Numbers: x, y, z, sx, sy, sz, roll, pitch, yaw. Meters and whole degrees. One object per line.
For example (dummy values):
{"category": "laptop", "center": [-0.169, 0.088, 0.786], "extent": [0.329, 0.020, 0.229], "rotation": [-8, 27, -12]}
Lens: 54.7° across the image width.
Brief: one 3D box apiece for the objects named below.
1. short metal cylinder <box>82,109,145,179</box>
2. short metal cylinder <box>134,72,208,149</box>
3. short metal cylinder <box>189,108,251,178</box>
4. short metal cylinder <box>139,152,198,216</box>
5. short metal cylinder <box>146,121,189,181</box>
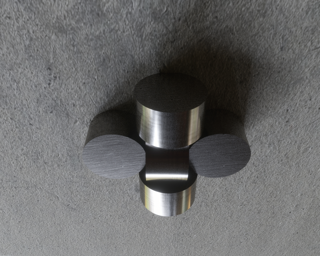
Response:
{"category": "short metal cylinder", "center": [-0.058, 0.022, 0.410], "extent": [0.081, 0.050, 0.079], "rotation": [-1, 130, -1]}
{"category": "short metal cylinder", "center": [0.012, -0.022, 0.354], "extent": [0.081, 0.080, 0.050], "rotation": [0, 130, 0]}
{"category": "short metal cylinder", "center": [0.074, 0.021, 0.410], "extent": [0.080, 0.050, 0.079], "rotation": [0, 131, 0]}
{"category": "short metal cylinder", "center": [0.011, 0.077, 0.439], "extent": [0.081, 0.080, 0.050], "rotation": [0, 130, 0]}
{"category": "short metal cylinder", "center": [0.008, 0.028, 0.397], "extent": [0.050, 0.080, 0.079], "rotation": [0, 130, 0]}
